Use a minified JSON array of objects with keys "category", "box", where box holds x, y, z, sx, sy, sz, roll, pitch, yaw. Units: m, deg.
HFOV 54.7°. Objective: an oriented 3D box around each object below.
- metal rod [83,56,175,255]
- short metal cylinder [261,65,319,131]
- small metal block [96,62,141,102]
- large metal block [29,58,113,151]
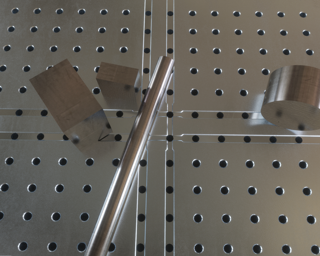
[{"category":"metal rod","box":[-0.037,0.037,0.397,0.025,0.025,0.299,17,71,6]},{"category":"short metal cylinder","box":[0.176,-0.036,0.397,0.080,0.080,0.050,18,71,6]},{"category":"small metal block","box":[-0.054,-0.061,0.420,0.050,0.050,0.025,12,71,4]},{"category":"large metal block","box":[-0.108,-0.026,0.391,0.050,0.080,0.080,-34,74,-11]}]
